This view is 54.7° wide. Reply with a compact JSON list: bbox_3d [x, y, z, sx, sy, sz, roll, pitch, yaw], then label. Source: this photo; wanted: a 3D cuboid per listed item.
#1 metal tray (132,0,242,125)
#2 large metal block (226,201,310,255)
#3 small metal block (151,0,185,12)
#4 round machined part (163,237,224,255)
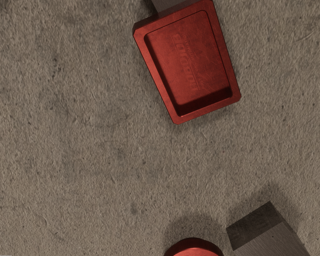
[{"bbox_3d":[0.034,-0.076,0.365,0.090,0.030,0.130,-22,121,7],"label":"metal tray"},{"bbox_3d":[0.159,0.170,0.462,0.080,0.050,0.080,-37,106,12],"label":"large metal block"},{"bbox_3d":[0.011,-0.161,0.351,0.050,0.025,0.050,-28,108,9],"label":"small metal block"},{"bbox_3d":[0.052,0.210,0.479,0.099,0.042,0.097,0,110,-1],"label":"round machined part"}]
